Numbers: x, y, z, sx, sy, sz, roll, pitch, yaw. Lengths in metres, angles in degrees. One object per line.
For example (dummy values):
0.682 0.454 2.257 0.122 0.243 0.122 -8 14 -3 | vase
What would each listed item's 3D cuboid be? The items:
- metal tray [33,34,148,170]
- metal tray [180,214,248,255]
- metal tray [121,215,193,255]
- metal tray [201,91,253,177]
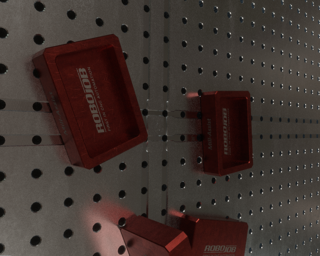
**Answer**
-0.072 -0.031 0.346 0.091 0.030 0.129 -27 107 -37 | metal tray
0.082 0.185 0.478 0.131 0.030 0.090 18 79 -39 | metal tray
0.007 0.177 0.375 0.030 0.090 0.129 -28 108 -37 | metal tray
0.110 0.006 0.500 0.091 0.030 0.129 -6 94 -40 | metal tray
